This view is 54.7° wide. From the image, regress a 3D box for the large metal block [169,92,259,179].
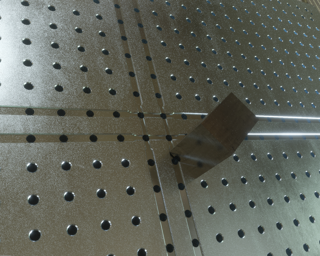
[{"bbox_3d":[0.070,0.010,0.406,0.050,0.080,0.080,46,51,3],"label":"large metal block"}]
